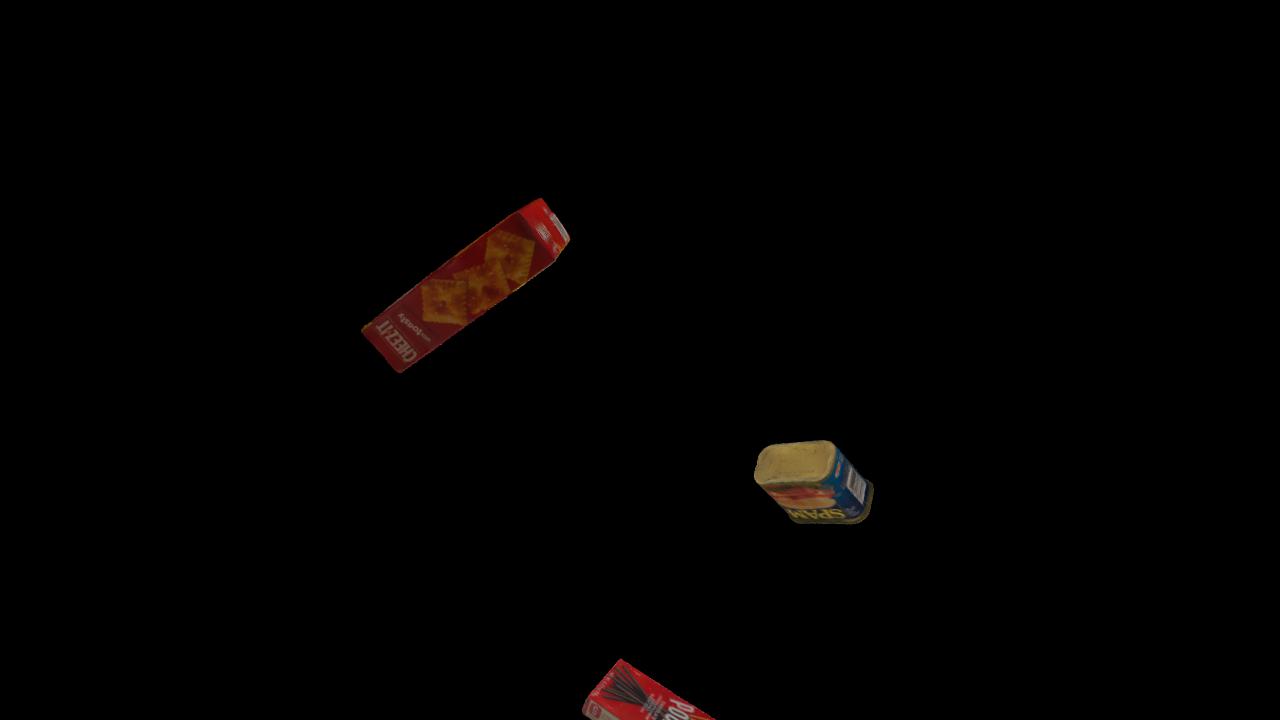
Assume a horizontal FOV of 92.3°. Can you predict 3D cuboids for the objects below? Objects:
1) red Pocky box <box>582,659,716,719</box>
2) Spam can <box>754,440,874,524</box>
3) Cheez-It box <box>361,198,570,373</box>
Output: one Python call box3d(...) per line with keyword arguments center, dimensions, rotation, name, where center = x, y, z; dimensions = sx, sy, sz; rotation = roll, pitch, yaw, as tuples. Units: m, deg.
box3d(center=(0.021, 0.397, 0.673), dimensions=(0.155, 0.028, 0.083), rotation=(24, 13, 20), name="red Pocky box")
box3d(center=(0.190, 0.135, 0.680), dimensions=(0.101, 0.058, 0.085), rotation=(-14, -49, 44), name="Spam can")
box3d(center=(-0.194, -0.094, 0.719), dimensions=(0.223, 0.071, 0.166), rotation=(-33, 17, 11), name="Cheez-It box")
